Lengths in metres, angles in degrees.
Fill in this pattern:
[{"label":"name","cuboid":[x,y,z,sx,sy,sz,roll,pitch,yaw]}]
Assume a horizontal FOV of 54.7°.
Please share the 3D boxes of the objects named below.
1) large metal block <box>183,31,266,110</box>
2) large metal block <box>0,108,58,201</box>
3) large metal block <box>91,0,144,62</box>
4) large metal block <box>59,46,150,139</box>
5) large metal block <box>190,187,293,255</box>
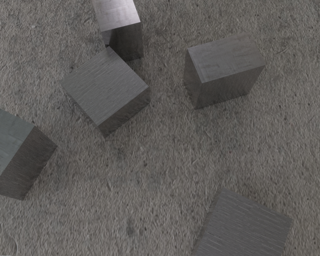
[{"label":"large metal block","cuboid":[0.079,-0.072,0.405,0.080,0.080,0.050,-17,71,-6]},{"label":"large metal block","cuboid":[-0.176,0.034,0.365,0.050,0.080,0.080,25,72,9]},{"label":"large metal block","cuboid":[-0.060,-0.147,0.432,0.050,0.080,0.080,-17,71,-6]},{"label":"large metal block","cuboid":[-0.070,-0.047,0.411,0.080,0.050,0.080,-40,75,-13]},{"label":"large metal block","cuboid":[0.089,0.124,0.350,0.080,0.050,0.080,24,72,8]}]
